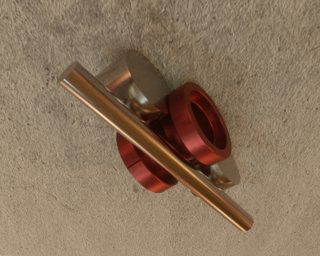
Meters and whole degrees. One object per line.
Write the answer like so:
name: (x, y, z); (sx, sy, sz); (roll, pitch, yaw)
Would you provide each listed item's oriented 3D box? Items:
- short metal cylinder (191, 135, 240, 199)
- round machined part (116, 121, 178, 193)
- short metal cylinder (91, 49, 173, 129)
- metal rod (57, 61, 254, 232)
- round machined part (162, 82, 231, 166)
short metal cylinder: (0.064, 0.049, 0.415); (0.050, 0.080, 0.080); (-32, 124, 24)
round machined part: (-0.005, 0.027, 0.382); (0.042, 0.098, 0.098); (-34, 123, 20)
short metal cylinder: (-0.028, -0.038, 0.339); (0.050, 0.080, 0.080); (-32, 124, 24)
metal rod: (0.017, 0.039, 0.338); (0.025, 0.025, 0.300); (-33, 124, 24)
round machined part: (0.040, -0.001, 0.361); (0.042, 0.098, 0.098); (-29, 125, 28)
